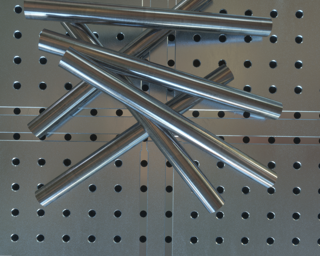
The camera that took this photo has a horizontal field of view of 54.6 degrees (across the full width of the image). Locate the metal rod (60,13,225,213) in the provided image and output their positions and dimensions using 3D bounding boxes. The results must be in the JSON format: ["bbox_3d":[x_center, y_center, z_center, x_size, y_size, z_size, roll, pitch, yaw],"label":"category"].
[{"bbox_3d":[-0.021,-0.020,0.387,0.025,0.025,0.300,-38,90,0],"label":"metal rod"}]

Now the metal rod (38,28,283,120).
[{"bbox_3d":[0.011,-0.061,0.377,0.302,0.025,0.025,15,90,-12],"label":"metal rod"}]

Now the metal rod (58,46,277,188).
[{"bbox_3d":[0.023,-0.004,0.373,0.301,0.025,0.025,30,90,-16],"label":"metal rod"}]

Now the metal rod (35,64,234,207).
[{"bbox_3d":[-0.033,0.009,0.413,0.301,0.025,0.025,-34,90,0],"label":"metal rod"}]

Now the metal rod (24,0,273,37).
[{"bbox_3d":[-0.004,-0.135,0.383,0.302,0.025,0.025,0,90,-12],"label":"metal rod"}]

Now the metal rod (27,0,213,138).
[{"bbox_3d":[-0.050,-0.090,0.412,0.300,0.025,0.025,-39,90,0],"label":"metal rod"}]
